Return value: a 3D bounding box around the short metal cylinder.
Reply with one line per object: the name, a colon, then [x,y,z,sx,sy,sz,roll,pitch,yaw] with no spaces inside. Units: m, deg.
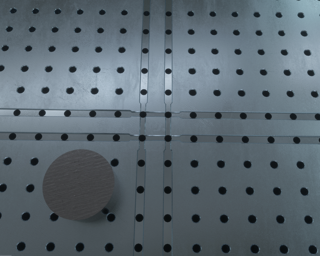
short metal cylinder: [-0.092,0.071,0.372,0.081,0.050,0.080,0,70,0]
